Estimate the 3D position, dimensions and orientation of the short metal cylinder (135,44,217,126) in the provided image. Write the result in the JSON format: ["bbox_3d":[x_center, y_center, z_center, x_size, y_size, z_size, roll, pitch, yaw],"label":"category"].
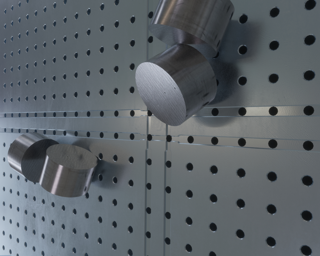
[{"bbox_3d":[0.017,-0.049,0.355,0.080,0.050,0.080,37,148,29],"label":"short metal cylinder"}]

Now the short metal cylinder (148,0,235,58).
[{"bbox_3d":[0.034,-0.117,0.339,0.080,0.080,0.050,23,91,37],"label":"short metal cylinder"}]

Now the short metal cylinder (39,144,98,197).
[{"bbox_3d":[-0.146,0.066,0.494,0.080,0.081,0.050,33,111,35],"label":"short metal cylinder"}]

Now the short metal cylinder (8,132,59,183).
[{"bbox_3d":[-0.222,0.052,0.557,0.050,0.081,0.079,17,101,39],"label":"short metal cylinder"}]
